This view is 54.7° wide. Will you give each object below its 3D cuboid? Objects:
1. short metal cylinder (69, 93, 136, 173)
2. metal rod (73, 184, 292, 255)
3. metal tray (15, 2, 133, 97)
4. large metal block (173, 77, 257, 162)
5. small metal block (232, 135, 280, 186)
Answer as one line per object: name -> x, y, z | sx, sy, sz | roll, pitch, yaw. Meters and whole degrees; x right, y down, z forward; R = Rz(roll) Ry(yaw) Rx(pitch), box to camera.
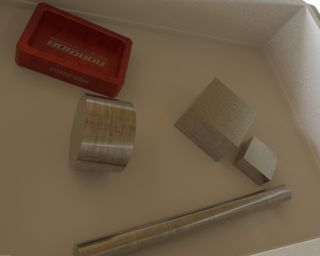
short metal cylinder -> -0.064, 0.006, 0.333 | 0.050, 0.080, 0.080 | 10, 58, -23
metal rod -> 0.051, 0.108, 0.369 | 0.303, 0.025, 0.025 | -6, 65, -31
metal tray -> -0.107, -0.102, 0.407 | 0.131, 0.030, 0.090 | 19, 54, -18
large metal block -> 0.080, -0.013, 0.443 | 0.080, 0.050, 0.080 | 41, 51, -1
small metal block -> 0.142, 0.048, 0.455 | 0.050, 0.025, 0.050 | 40, 51, -1
